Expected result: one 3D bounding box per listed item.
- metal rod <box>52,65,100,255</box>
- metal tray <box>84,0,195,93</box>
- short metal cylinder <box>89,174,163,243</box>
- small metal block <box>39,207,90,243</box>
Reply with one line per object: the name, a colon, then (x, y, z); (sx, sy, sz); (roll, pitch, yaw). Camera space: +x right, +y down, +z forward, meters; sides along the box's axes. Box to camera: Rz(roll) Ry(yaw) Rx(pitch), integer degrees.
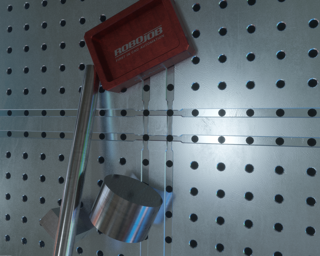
metal rod: (-0.113, 0.059, 0.419); (0.025, 0.025, 0.299); (3, 78, 20)
metal tray: (-0.030, -0.115, 0.420); (0.130, 0.030, 0.090); (-24, 82, 18)
short metal cylinder: (-0.043, 0.101, 0.399); (0.080, 0.080, 0.050); (26, 99, 18)
small metal block: (-0.136, 0.141, 0.445); (0.050, 0.050, 0.025); (44, 92, 14)
